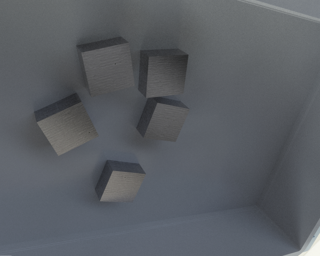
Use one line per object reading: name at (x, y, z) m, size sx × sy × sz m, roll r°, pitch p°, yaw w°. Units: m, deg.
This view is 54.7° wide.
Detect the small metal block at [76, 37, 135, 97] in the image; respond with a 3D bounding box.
small metal block at (-0.058, -0.067, 0.337) m, size 0.050 × 0.025 × 0.050 m, roll -18°, pitch 126°, yaw -19°

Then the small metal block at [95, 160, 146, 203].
small metal block at (-0.055, 0.074, 0.426) m, size 0.050 × 0.025 × 0.050 m, roll 12°, pitch 112°, yaw -34°

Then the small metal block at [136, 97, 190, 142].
small metal block at (0.004, -0.012, 0.405) m, size 0.050 × 0.025 × 0.050 m, roll 9°, pitch 114°, yaw -33°

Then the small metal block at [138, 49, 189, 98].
small metal block at (0.003, -0.066, 0.371) m, size 0.050 × 0.025 × 0.050 m, roll -9°, pitch 123°, yaw -24°

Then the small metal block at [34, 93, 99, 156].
small metal block at (-0.105, -0.004, 0.350) m, size 0.050 × 0.025 × 0.050 m, roll -27°, pitch 128°, yaw -12°
